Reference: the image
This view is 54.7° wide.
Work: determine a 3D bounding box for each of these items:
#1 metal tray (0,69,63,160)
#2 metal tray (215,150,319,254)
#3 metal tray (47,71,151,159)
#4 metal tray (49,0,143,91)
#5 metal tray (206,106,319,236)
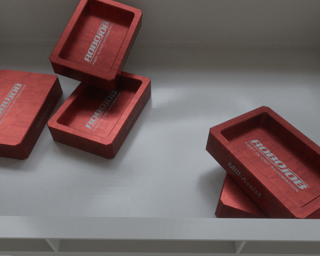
[{"bbox_3d":[-0.200,-0.023,0.419,0.090,0.030,0.130,7,50,5],"label":"metal tray"},{"bbox_3d":[0.134,0.074,0.335,0.131,0.030,0.090,16,45,13],"label":"metal tray"},{"bbox_3d":[-0.077,-0.027,0.423,0.090,0.030,0.130,17,52,13],"label":"metal tray"},{"bbox_3d":[-0.087,-0.125,0.443,0.090,0.030,0.130,18,67,-1],"label":"metal tray"},{"bbox_3d":[0.123,0.036,0.329,0.091,0.030,0.130,-21,49,-24],"label":"metal tray"}]
